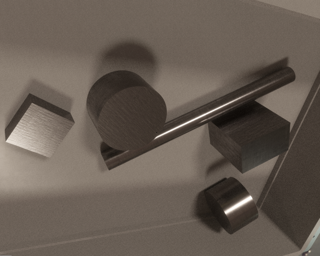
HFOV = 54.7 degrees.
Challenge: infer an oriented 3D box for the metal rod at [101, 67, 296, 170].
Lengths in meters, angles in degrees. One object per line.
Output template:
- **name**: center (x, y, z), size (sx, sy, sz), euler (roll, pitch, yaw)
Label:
- **metal rod**: center (0.062, -0.019, 0.432), size (0.302, 0.025, 0.025), euler (-25, 128, -13)

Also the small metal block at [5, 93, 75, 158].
- **small metal block**: center (-0.131, -0.002, 0.337), size (0.050, 0.025, 0.050), euler (30, 102, -38)

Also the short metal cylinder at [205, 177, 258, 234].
- **short metal cylinder**: center (0.119, 0.130, 0.521), size (0.050, 0.080, 0.080), euler (-28, 128, -11)

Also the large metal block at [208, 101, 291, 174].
- **large metal block**: center (0.127, 0.009, 0.450), size (0.081, 0.080, 0.050), euler (-24, 127, -14)

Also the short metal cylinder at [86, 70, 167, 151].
- **short metal cylinder**: center (-0.039, -0.021, 0.360), size (0.081, 0.050, 0.079), euler (-14, 125, -21)
